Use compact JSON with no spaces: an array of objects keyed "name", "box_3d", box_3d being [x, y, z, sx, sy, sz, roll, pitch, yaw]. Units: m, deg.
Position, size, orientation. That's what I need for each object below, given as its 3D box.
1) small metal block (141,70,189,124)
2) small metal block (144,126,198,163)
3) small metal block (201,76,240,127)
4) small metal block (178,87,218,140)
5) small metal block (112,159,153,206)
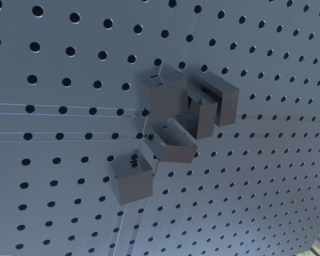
[{"name":"small metal block","box_3d":[0.007,-0.039,0.392,0.050,0.025,0.050,-20,126,-17]},{"name":"small metal block","box_3d":[0.014,0.022,0.418,0.050,0.050,0.025,7,115,-32]},{"name":"small metal block","box_3d":[0.078,-0.037,0.417,0.025,0.050,0.050,-14,125,-21]},{"name":"small metal block","box_3d":[0.049,-0.020,0.411,0.025,0.050,0.050,-11,124,-23]},{"name":"small metal block","box_3d":[-0.038,0.077,0.440,0.050,0.025,0.050,-13,124,-22]}]
